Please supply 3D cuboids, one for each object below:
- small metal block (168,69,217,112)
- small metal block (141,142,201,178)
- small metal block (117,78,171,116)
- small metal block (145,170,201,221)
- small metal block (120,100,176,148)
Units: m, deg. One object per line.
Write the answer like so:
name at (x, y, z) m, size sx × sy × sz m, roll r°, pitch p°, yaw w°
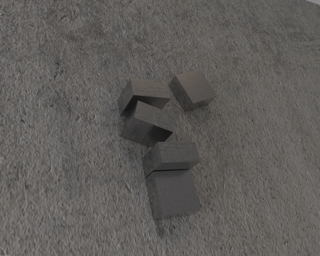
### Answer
small metal block at (0.049, -0.056, 0.464) m, size 0.050 × 0.025 × 0.050 m, roll -20°, pitch 72°, yaw -35°
small metal block at (0.012, 0.039, 0.370) m, size 0.050 × 0.050 × 0.025 m, roll 1°, pitch 61°, yaw -28°
small metal block at (-0.021, -0.037, 0.399) m, size 0.050 × 0.050 × 0.025 m, roll 2°, pitch 61°, yaw -27°
small metal block at (0.015, 0.078, 0.364) m, size 0.050 × 0.025 × 0.050 m, roll 1°, pitch 61°, yaw -28°
small metal block at (-0.015, -0.002, 0.380) m, size 0.050 × 0.050 × 0.025 m, roll 21°, pitch 54°, yaw -16°
